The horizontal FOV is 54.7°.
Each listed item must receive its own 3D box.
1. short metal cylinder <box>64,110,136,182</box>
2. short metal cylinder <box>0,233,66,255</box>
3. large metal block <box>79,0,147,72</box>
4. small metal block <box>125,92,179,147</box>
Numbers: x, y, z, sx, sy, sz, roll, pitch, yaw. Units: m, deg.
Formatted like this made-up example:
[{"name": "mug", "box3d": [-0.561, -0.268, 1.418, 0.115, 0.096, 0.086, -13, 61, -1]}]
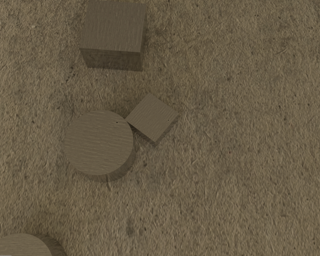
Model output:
[{"name": "short metal cylinder", "box3d": [-0.071, 0.024, 0.386, 0.081, 0.050, 0.080, 0, 70, 0]}, {"name": "short metal cylinder", "box3d": [-0.147, 0.157, 0.336, 0.081, 0.050, 0.080, 0, 70, 0]}, {"name": "large metal block", "box3d": [-0.063, -0.131, 0.442, 0.080, 0.050, 0.080, 5, 70, 1]}, {"name": "small metal block", "box3d": [-0.010, -0.011, 0.412, 0.050, 0.025, 0.050, 36, 74, 12]}]
